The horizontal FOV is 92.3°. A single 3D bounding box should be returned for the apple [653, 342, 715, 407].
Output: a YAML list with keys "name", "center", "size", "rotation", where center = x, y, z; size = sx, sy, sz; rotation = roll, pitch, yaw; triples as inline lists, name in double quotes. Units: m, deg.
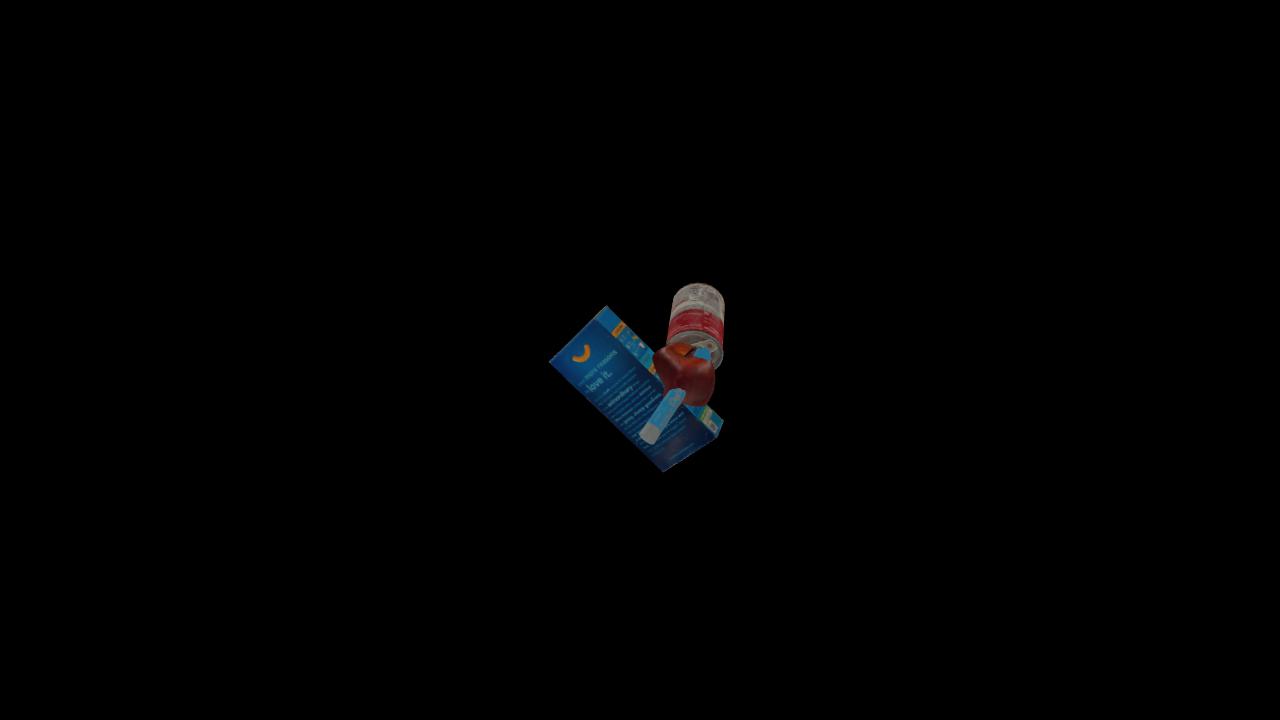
- name: "apple"
  center: [0.043, 0.024, 0.682]
  size: [0.079, 0.093, 0.079]
  rotation: [13, 31, -8]

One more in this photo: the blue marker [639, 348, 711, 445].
- name: "blue marker"
  center: [0.039, 0.035, 0.648]
  size: [0.020, 0.121, 0.020]
  rotation: [31, -21, 13]

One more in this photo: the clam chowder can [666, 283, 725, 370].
- name: "clam chowder can"
  center: [0.067, -0.039, 0.739]
  size: [0.068, 0.068, 0.102]
  rotation: [0, 41, 9]

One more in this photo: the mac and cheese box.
- name: "mac and cheese box"
  center: [-0.004, 0.035, 0.686]
  size: [0.093, 0.184, 0.041]
  rotation: [-40, 8, 37]
